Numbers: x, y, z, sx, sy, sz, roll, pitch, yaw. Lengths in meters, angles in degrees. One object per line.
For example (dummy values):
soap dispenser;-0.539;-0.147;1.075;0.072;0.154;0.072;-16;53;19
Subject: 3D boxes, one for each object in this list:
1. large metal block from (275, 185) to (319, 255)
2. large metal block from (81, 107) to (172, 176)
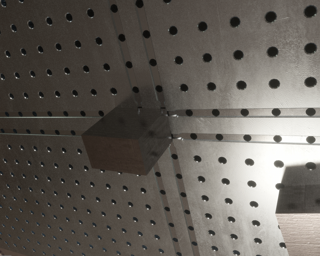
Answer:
large metal block;0.191;0.114;0.365;0.080;0.050;0.080;-11;113;32
large metal block;-0.040;0.013;0.403;0.080;0.080;0.050;3;120;26
